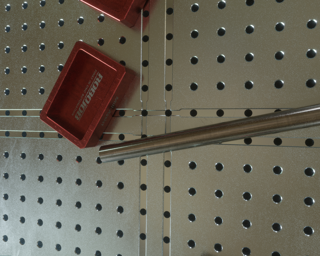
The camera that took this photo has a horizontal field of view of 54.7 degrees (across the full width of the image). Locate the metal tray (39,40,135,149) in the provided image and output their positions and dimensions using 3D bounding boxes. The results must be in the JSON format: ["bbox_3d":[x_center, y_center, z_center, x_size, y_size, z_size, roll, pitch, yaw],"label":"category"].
[{"bbox_3d":[-0.106,-0.047,0.445,0.090,0.030,0.129,33,100,16],"label":"metal tray"}]

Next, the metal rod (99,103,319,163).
[{"bbox_3d":[0.060,0.009,0.390,0.301,0.025,0.025,-11,86,19],"label":"metal rod"}]

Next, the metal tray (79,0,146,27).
[{"bbox_3d":[-0.050,-0.218,0.426,0.090,0.030,0.129,32,100,16],"label":"metal tray"}]
